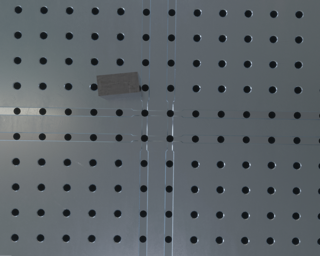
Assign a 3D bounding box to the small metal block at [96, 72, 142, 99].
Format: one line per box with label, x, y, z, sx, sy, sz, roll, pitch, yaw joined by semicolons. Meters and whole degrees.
small metal block;-0.051;-0.054;0.401;0.050;0.050;0.025;-6;90;0
